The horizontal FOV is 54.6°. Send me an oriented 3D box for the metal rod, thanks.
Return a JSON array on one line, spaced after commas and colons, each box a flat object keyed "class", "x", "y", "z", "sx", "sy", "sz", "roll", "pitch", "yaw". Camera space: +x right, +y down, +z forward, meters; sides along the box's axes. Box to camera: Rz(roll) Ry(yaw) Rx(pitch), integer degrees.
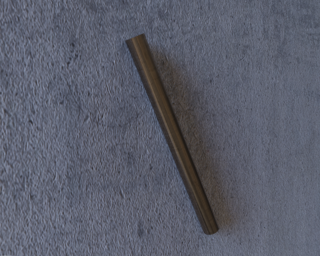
[{"class": "metal rod", "x": 0.023, "y": 0.021, "z": 0.422, "sx": 0.025, "sy": 0.025, "sz": 0.299, "roll": -35, "pitch": 112, "yaw": -34}]
